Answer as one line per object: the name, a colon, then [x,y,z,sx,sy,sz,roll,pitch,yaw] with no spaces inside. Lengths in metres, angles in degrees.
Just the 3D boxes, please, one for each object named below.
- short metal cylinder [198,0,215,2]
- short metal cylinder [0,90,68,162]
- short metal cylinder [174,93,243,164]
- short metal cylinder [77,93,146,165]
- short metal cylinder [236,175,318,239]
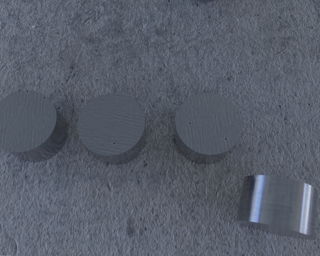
short metal cylinder: [0.077,-0.239,0.467,0.080,0.080,0.050,-24,72,-8]
short metal cylinder: [-0.164,-0.001,0.394,0.081,0.050,0.080,0,70,0]
short metal cylinder: [0.059,0.002,0.394,0.081,0.050,0.080,0,70,0]
short metal cylinder: [-0.058,0.003,0.393,0.081,0.050,0.080,0,70,0]
short metal cylinder: [0.131,0.089,0.347,0.080,0.080,0.050,13,71,5]
